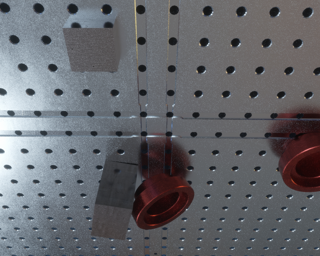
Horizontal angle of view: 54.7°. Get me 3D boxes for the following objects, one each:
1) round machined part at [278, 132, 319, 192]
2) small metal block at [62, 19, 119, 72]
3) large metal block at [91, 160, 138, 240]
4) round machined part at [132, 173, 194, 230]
[{"bbox_3d":[0.219,0.044,0.440,0.099,0.042,0.097,0,130,0],"label":"round machined part"},{"bbox_3d":[-0.072,-0.089,0.335,0.050,0.025,0.050,0,130,0],"label":"small metal block"},{"bbox_3d":[-0.068,0.108,0.466,0.050,0.080,0.079,11,129,-6],"label":"large metal block"},{"bbox_3d":[0.000,0.108,0.475,0.099,0.042,0.097,-21,139,-19],"label":"round machined part"}]
